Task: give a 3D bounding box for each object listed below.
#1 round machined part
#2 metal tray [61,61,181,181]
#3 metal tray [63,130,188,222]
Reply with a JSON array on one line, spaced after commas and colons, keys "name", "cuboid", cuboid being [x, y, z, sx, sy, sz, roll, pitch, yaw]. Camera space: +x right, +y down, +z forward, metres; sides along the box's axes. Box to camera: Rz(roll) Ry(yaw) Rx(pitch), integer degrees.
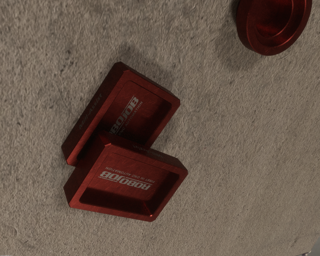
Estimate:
[{"name": "round machined part", "cuboid": [0.134, -0.143, 0.383, 0.099, 0.042, 0.097, -14, 125, -21]}, {"name": "metal tray", "cuboid": [-0.047, -0.003, 0.377, 0.090, 0.030, 0.129, 27, 104, -38]}, {"name": "metal tray", "cuboid": [-0.038, 0.065, 0.384, 0.131, 0.030, 0.090, 24, 105, -37]}]
